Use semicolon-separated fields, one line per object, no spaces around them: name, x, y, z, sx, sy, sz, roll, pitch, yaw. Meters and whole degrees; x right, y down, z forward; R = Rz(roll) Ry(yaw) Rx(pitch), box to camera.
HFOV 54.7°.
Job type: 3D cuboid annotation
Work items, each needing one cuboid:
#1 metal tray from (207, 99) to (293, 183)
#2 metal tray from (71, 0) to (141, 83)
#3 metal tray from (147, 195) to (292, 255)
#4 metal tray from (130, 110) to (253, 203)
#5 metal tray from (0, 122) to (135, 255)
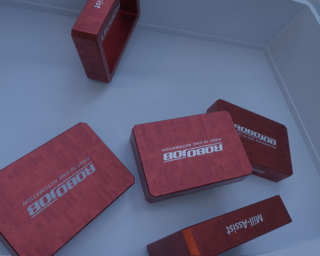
metal tray;0.132;0.019;0.462;0.131;0.030;0.090;20;54;-17
metal tray;-0.062;-0.134;0.393;0.030;0.090;0.130;15;66;8
metal tray;0.062;0.112;0.328;0.131;0.090;0.030;-8;66;-32
metal tray;0.037;0.032;0.382;0.131;0.030;0.090;-10;66;-17
metal tray;-0.101;0.062;0.310;0.090;0.030;0.131;48;51;5
